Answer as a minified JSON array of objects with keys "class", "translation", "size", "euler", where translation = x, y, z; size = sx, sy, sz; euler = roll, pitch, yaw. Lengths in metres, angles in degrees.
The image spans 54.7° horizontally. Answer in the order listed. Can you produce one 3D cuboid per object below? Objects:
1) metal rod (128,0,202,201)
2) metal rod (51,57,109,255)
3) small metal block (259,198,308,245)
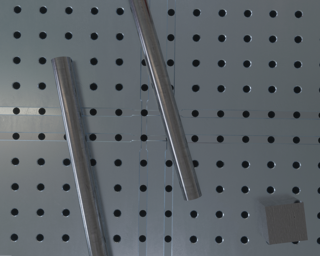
[{"class":"metal rod","translation":[0.004,-0.051,0.413],"size":[0.025,0.025,0.298],"euler":[-16,90,0]},{"class":"metal rod","translation":[-0.103,0.055,0.412],"size":[0.025,0.025,0.298],"euler":[-11,90,0]},{"class":"small metal block","translation":[0.164,0.124,0.415],"size":[0.050,0.025,0.050],"euler":[-7,90,0]}]
